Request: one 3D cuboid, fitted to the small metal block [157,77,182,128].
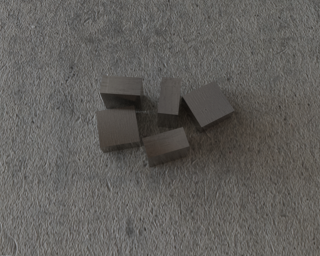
[{"bbox_3d":[0.012,-0.032,0.406,0.025,0.050,0.050,6,70,2],"label":"small metal block"}]

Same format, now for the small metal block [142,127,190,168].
[{"bbox_3d":[0.007,0.025,0.386,0.050,0.050,0.025,-16,71,-6],"label":"small metal block"}]

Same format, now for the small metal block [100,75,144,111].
[{"bbox_3d":[-0.049,-0.045,0.411,0.050,0.050,0.025,4,70,1],"label":"small metal block"}]

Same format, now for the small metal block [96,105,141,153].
[{"bbox_3d":[-0.054,0.002,0.407,0.050,0.025,0.050,-9,70,-4],"label":"small metal block"}]

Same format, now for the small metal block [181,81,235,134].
[{"bbox_3d":[0.064,-0.028,0.419,0.050,0.025,0.050,-27,72,-10],"label":"small metal block"}]
